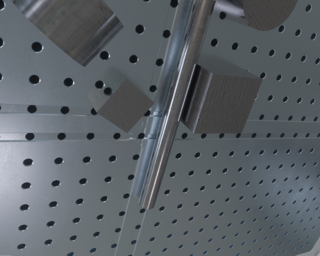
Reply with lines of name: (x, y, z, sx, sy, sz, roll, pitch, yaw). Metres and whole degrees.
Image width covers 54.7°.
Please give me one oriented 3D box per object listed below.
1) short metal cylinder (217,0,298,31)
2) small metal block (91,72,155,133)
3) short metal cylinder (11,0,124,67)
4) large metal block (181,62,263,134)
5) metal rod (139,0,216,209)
short metal cylinder: (0.114, -0.159, 0.359, 0.081, 0.050, 0.079, -14, 124, -21)
small metal block: (-0.044, -0.030, 0.369, 0.050, 0.025, 0.050, -48, 129, 5)
short metal cylinder: (-0.079, -0.100, 0.271, 0.050, 0.080, 0.080, -45, 129, 3)
large metal block: (0.077, -0.040, 0.413, 0.081, 0.050, 0.079, 0, 118, -29)
metal rod: (0.015, -0.016, 0.410, 0.025, 0.025, 0.298, 1, 118, -29)
